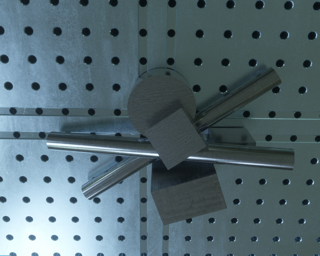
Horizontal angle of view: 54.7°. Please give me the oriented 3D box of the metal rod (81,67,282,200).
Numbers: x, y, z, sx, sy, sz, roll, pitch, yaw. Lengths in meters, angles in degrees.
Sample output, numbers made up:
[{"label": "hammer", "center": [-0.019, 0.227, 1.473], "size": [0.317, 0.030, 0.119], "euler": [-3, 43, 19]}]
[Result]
[{"label": "metal rod", "center": [0.020, 0.013, 0.415], "size": [0.300, 0.025, 0.025], "euler": [-32, 107, 11]}]

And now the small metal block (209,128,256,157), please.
[{"label": "small metal block", "center": [0.092, 0.020, 0.405], "size": [0.050, 0.050, 0.025], "euler": [1, 110, 1]}]

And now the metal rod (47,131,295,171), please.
[{"label": "metal rod", "center": [0.003, 0.026, 0.382], "size": [0.301, 0.025, 0.025], "euler": [4, 111, 12]}]

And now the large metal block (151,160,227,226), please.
[{"label": "large metal block", "center": [0.035, 0.072, 0.406], "size": [0.080, 0.080, 0.050], "euler": [-17, 109, 6]}]

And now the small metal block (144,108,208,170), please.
[{"label": "small metal block", "center": [0.019, 0.012, 0.352], "size": [0.050, 0.025, 0.050], "euler": [-34, 84, 11]}]

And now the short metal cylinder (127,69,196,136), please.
[{"label": "short metal cylinder", "center": [0.002, -0.031, 0.385], "size": [0.081, 0.050, 0.079], "euler": [0, 109, 0]}]
